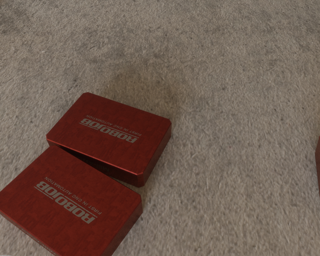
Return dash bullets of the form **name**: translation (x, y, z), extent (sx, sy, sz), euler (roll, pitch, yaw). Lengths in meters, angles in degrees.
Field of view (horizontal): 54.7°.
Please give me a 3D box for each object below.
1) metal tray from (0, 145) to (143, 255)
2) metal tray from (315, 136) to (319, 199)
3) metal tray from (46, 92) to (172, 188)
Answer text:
- **metal tray**: translation (-0.096, 0.083, 0.329), extent (0.130, 0.030, 0.090), euler (26, 54, 20)
- **metal tray**: translation (0.244, 0.051, 0.334), extent (0.130, 0.030, 0.090), euler (7, 37, 17)
- **metal tray**: translation (-0.062, 0.010, 0.391), extent (0.130, 0.030, 0.090), euler (19, 52, 15)
